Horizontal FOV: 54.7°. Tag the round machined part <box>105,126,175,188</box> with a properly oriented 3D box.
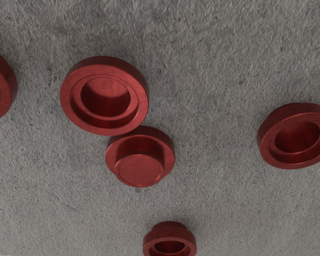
[{"bbox_3d":[-0.028,0.047,0.435,0.099,0.042,0.097,0,130,0],"label":"round machined part"}]

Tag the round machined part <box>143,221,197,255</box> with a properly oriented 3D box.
[{"bbox_3d":[0.018,0.210,0.575,0.099,0.042,0.097,0,130,0],"label":"round machined part"}]

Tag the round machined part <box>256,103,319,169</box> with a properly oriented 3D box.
[{"bbox_3d":[0.175,0.006,0.403,0.099,0.042,0.097,0,130,0],"label":"round machined part"}]

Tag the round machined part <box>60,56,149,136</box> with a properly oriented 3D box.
[{"bbox_3d":[-0.062,-0.040,0.361,0.099,0.042,0.097,0,130,0],"label":"round machined part"}]

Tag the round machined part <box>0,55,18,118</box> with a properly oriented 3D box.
[{"bbox_3d":[-0.210,-0.056,0.346,0.099,0.042,0.097,0,130,0],"label":"round machined part"}]
